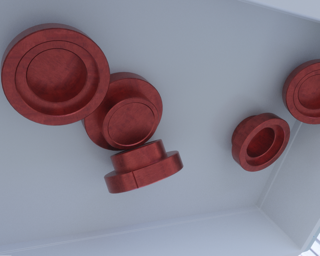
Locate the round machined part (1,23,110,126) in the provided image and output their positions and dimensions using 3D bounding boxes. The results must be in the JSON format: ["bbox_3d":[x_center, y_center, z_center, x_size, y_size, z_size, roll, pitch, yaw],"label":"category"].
[{"bbox_3d":[-0.103,-0.055,0.308,0.099,0.042,0.097,-14,124,-21],"label":"round machined part"}]

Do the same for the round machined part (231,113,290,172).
[{"bbox_3d":[0.155,0.019,0.497,0.099,0.042,0.097,-14,125,-21],"label":"round machined part"}]

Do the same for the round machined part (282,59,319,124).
[{"bbox_3d":[0.239,-0.058,0.478,0.099,0.042,0.097,1,113,4],"label":"round machined part"}]

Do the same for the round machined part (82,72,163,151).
[{"bbox_3d":[-0.041,-0.013,0.369,0.099,0.042,0.097,-14,125,-21],"label":"round machined part"}]

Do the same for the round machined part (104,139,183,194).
[{"bbox_3d":[-0.024,0.044,0.390,0.099,0.098,0.042,-19,91,-18],"label":"round machined part"}]
